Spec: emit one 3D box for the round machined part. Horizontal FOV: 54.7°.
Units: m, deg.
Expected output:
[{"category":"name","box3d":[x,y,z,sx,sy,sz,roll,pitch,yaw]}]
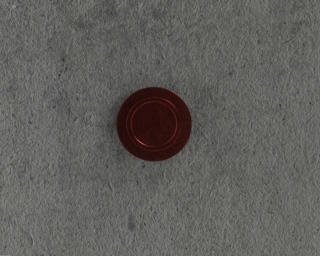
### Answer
[{"category":"round machined part","box3d":[-0.008,-0.005,0.402,0.099,0.042,0.097,0,90,-1]}]
